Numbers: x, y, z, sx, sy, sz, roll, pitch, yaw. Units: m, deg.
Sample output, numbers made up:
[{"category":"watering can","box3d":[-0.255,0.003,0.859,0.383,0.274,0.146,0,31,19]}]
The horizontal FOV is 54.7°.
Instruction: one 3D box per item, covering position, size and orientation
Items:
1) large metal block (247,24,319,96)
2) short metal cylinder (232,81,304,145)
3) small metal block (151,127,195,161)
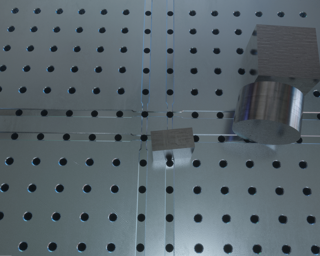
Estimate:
[{"category":"large metal block","box3d":[0.170,-0.094,0.434,0.080,0.050,0.080,4,70,1]},{"category":"short metal cylinder","box3d":[0.136,-0.016,0.389,0.080,0.080,0.050,13,71,4]},{"category":"small metal block","box3d":[0.015,0.022,0.391,0.050,0.050,0.025,-5,70,-2]}]
